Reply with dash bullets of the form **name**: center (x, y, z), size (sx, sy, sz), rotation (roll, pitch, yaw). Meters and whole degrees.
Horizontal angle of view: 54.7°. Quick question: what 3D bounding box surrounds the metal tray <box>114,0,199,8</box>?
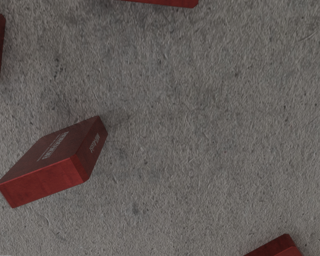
- **metal tray**: center (-0.019, -0.185, 0.339), size (0.131, 0.030, 0.089), rotation (5, 110, -2)

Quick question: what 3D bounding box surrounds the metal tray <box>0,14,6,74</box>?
- **metal tray**: center (-0.259, -0.106, 0.366), size (0.131, 0.030, 0.089), rotation (14, 109, -6)

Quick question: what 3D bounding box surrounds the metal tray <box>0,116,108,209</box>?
- **metal tray**: center (-0.117, 0.033, 0.365), size (0.090, 0.130, 0.030), rotation (-21, 109, 7)

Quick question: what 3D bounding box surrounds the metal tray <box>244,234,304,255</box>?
- **metal tray**: center (0.201, 0.241, 0.498), size (0.090, 0.030, 0.130), rotation (-34, 107, 11)
